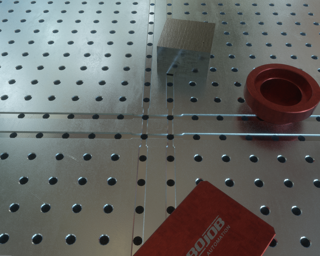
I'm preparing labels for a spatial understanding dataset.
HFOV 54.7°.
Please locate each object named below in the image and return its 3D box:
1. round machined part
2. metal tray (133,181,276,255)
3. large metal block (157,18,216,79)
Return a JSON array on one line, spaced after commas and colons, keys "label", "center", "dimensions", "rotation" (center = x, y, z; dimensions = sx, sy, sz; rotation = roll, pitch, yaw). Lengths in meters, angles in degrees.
[{"label": "round machined part", "center": [0.167, -0.043, 0.434], "dimensions": [0.099, 0.042, 0.098], "rotation": [0, 50, 0]}, {"label": "metal tray", "center": [0.039, 0.124, 0.300], "dimensions": [0.090, 0.030, 0.131], "rotation": [34, 58, 25]}, {"label": "large metal block", "center": [0.043, -0.130, 0.501], "dimensions": [0.080, 0.050, 0.080], "rotation": [9, 51, 7]}]
